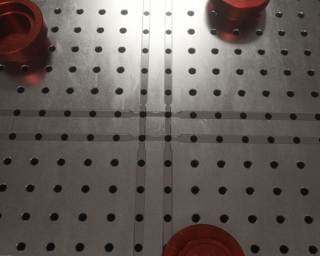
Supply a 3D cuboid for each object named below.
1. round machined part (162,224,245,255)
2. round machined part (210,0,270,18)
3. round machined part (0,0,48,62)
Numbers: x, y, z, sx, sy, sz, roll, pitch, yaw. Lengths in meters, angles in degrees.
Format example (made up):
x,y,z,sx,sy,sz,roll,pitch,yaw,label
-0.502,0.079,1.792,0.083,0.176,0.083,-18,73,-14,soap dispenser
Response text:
x,y,z,sx,sy,sz,roll,pitch,yaw,label
0.050,0.158,0.346,0.099,0.042,0.098,0,70,-1,round machined part
0.123,-0.212,0.482,0.099,0.042,0.098,0,70,-1,round machined part
-0.213,-0.138,0.451,0.099,0.042,0.098,0,70,-1,round machined part
